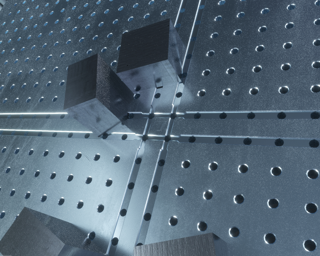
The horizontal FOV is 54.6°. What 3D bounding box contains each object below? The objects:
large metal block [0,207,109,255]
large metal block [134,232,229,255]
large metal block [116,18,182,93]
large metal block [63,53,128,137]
[{"bbox_3d":[-0.119,0.140,0.350,0.080,0.080,0.050,23,74,36],"label":"large metal block"},{"bbox_3d":[0.024,0.150,0.288,0.080,0.050,0.080,-17,55,18],"label":"large metal block"},{"bbox_3d":[-0.013,-0.107,0.466,0.080,0.050,0.080,-10,57,22],"label":"large metal block"},{"bbox_3d":[-0.089,-0.045,0.449,0.050,0.080,0.080,-18,55,18],"label":"large metal block"}]
